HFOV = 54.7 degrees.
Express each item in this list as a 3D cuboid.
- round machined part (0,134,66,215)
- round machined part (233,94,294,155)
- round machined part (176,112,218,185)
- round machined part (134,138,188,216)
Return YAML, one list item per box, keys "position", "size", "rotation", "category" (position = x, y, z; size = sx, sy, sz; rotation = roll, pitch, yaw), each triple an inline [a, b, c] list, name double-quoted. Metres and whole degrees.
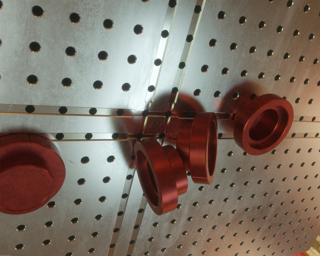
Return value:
- position: [-0.157, 0.059, 0.351]
  size: [0.099, 0.042, 0.097]
  rotation: [-14, 125, -21]
  category: "round machined part"
- position: [0.154, -0.009, 0.482]
  size: [0.099, 0.042, 0.097]
  rotation: [-14, 125, -21]
  category: "round machined part"
- position: [0.051, 0.027, 0.423]
  size: [0.042, 0.098, 0.097]
  rotation: [2, 128, 19]
  category: "round machined part"
- position: [0.003, 0.059, 0.403]
  size: [0.042, 0.098, 0.097]
  rotation: [-15, 125, -18]
  category: "round machined part"
